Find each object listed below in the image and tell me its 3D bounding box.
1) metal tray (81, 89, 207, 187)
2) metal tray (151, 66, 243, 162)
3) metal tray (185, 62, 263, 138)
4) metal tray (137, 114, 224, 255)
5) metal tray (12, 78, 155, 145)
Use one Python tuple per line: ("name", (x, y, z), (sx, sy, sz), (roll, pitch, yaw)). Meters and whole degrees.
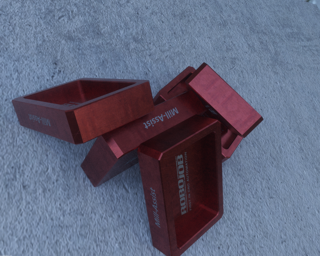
("metal tray", (-0.017, 0.010, 0.349), (0.131, 0.090, 0.030), (-28, 78, -38))
("metal tray", (0.062, -0.020, 0.450), (0.130, 0.030, 0.090), (44, 51, 2))
("metal tray", (0.076, -0.034, 0.397), (0.090, 0.030, 0.130), (44, 6, 1))
("metal tray", (0.027, 0.061, 0.328), (0.091, 0.030, 0.129), (-28, 122, -37))
("metal tray", (-0.081, -0.024, 0.317), (0.091, 0.130, 0.030), (-27, 116, -38))
